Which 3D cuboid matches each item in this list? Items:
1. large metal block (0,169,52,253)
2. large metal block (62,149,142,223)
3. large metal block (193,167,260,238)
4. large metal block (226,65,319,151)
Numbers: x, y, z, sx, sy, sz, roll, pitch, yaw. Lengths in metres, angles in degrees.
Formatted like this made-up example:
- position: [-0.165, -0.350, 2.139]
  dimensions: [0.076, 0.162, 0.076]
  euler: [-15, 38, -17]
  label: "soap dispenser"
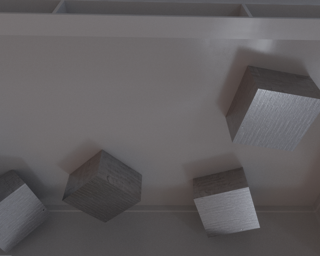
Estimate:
- position: [-0.227, 0.125, 0.467]
  dimensions: [0.080, 0.050, 0.080]
  euler: [-41, 133, -25]
  label: "large metal block"
- position: [-0.085, 0.090, 0.468]
  dimensions: [0.080, 0.050, 0.080]
  euler: [-36, 122, 26]
  label: "large metal block"
- position: [0.102, 0.116, 0.481]
  dimensions: [0.080, 0.050, 0.080]
  euler: [-16, 115, 12]
  label: "large metal block"
- position: [0.135, -0.022, 0.376]
  dimensions: [0.081, 0.050, 0.079]
  euler: [8, 130, -8]
  label: "large metal block"
